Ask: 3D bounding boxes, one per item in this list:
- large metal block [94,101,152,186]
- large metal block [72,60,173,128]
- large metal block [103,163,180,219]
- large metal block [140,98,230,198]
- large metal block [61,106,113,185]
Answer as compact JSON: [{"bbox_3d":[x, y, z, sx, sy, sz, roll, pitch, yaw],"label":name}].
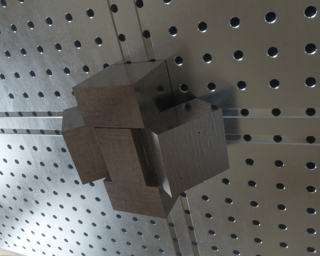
[{"bbox_3d":[-0.030,0.016,0.399,0.050,0.080,0.079,1,119,27],"label":"large metal block"},{"bbox_3d":[-0.041,-0.041,0.369,0.080,0.080,0.050,1,119,27],"label":"large metal block"},{"bbox_3d":[-0.017,0.072,0.426,0.080,0.080,0.050,1,119,27],"label":"large metal block"},{"bbox_3d":[0.029,0.020,0.361,0.050,0.081,0.079,33,141,57],"label":"large metal block"},{"bbox_3d":[-0.096,0.017,0.426,0.050,0.080,0.080,-17,116,-8],"label":"large metal block"}]
